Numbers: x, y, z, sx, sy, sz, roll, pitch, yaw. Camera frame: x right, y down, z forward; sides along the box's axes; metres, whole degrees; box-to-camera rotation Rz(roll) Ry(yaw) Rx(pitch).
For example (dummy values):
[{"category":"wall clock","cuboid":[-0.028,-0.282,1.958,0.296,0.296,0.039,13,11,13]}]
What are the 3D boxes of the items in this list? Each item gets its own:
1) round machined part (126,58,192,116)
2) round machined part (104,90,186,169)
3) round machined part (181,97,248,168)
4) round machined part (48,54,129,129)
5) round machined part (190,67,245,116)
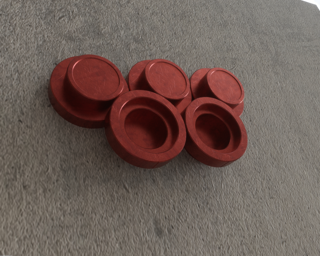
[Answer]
[{"category":"round machined part","cuboid":[0.002,-0.057,0.432,0.099,0.042,0.098,14,56,-21]},{"category":"round machined part","cuboid":[-0.021,0.005,0.381,0.099,0.042,0.098,14,56,-21]},{"category":"round machined part","cuboid":[0.068,0.009,0.427,0.099,0.042,0.098,14,56,-21]},{"category":"round machined part","cuboid":[-0.084,-0.052,0.382,0.099,0.042,0.098,14,56,-21]},{"category":"round machined part","cuboid":[0.090,-0.054,0.478,0.099,0.042,0.098,14,56,-21]}]
